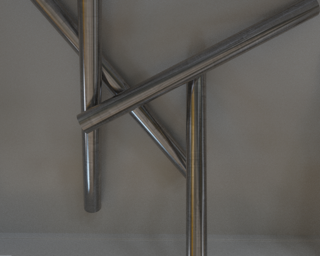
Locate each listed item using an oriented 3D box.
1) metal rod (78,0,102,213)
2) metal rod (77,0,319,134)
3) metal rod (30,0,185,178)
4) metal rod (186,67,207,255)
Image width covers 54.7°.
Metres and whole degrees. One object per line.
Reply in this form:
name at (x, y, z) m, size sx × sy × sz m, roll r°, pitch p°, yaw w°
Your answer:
metal rod at (-0.085, -0.016, 0.385) m, size 0.025 × 0.025 × 0.298 m, roll 5°, pitch 117°, yaw -2°
metal rod at (0.044, -0.073, 0.360) m, size 0.301 × 0.025 × 0.025 m, roll -27°, pitch 108°, yaw 0°
metal rod at (-0.049, -0.048, 0.393) m, size 0.025 × 0.025 × 0.300 m, roll -37°, pitch 106°, yaw 12°
metal rod at (0.044, 0.074, 0.374) m, size 0.025 × 0.025 × 0.298 m, roll 0°, pitch 85°, yaw 0°
